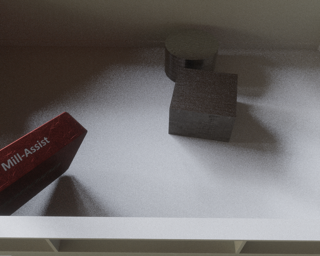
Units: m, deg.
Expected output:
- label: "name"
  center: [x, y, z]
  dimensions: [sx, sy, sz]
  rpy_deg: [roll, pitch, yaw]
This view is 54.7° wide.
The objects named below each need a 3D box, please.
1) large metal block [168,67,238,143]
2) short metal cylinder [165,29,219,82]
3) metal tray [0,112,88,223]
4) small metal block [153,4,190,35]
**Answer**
- label: "large metal block"
  center: [0.058, -0.032, 0.417]
  dimensions: [0.080, 0.050, 0.080]
  rpy_deg: [8, 50, 6]
- label: "short metal cylinder"
  center: [0.048, -0.111, 0.483]
  dimensions: [0.081, 0.050, 0.080]
  rpy_deg: [0, 50, 0]
- label: "metal tray"
  center: [-0.136, 0.047, 0.299]
  dimensions: [0.030, 0.089, 0.131]
  rpy_deg: [43, 44, 4]
- label: "small metal block"
  center: [0.020, -0.204, 0.579]
  dimensions: [0.050, 0.025, 0.050]
  rpy_deg: [-22, 54, -18]
